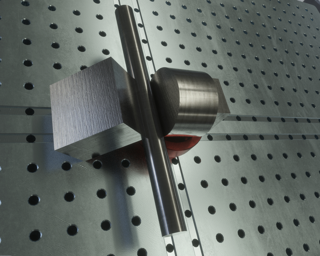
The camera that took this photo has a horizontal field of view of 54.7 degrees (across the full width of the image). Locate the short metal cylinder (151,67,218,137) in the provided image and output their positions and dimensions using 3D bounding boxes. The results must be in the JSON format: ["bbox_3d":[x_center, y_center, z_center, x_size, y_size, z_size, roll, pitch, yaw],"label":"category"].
[{"bbox_3d":[0.024,-0.029,0.366,0.050,0.080,0.080,1,62,-28],"label":"short metal cylinder"}]

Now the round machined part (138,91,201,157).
[{"bbox_3d":[0.004,-0.006,0.403,0.099,0.042,0.098,14,56,-21],"label":"round machined part"}]

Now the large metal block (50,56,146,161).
[{"bbox_3d":[-0.069,-0.018,0.340,0.050,0.080,0.080,40,33,-60],"label":"large metal block"}]

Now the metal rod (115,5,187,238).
[{"bbox_3d":[-0.018,-0.028,0.364,0.025,0.025,0.299,1,61,-28],"label":"metal rod"}]

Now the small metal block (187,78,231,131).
[{"bbox_3d":[0.056,-0.028,0.387,0.025,0.050,0.050,1,62,-28],"label":"small metal block"}]
